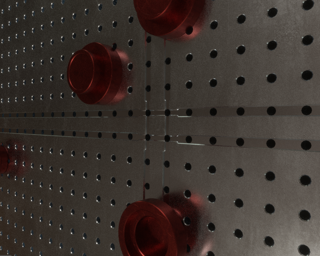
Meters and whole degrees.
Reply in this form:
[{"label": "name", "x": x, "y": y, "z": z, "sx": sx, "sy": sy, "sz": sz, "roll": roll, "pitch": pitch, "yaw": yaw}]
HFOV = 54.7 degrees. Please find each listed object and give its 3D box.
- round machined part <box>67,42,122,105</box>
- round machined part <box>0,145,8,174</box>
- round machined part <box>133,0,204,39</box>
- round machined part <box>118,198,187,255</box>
[{"label": "round machined part", "x": -0.109, "y": -0.085, "z": 0.485, "sx": 0.098, "sy": 0.042, "sz": 0.097, "roll": 0, "pitch": 90, "yaw": 39}, {"label": "round machined part", "x": -0.386, "y": 0.074, "z": 0.711, "sx": 0.098, "sy": 0.042, "sz": 0.097, "roll": 0, "pitch": 90, "yaw": 39}, {"label": "round machined part", "x": 0.004, "y": -0.167, "z": 0.393, "sx": 0.098, "sy": 0.042, "sz": 0.097, "roll": 0, "pitch": 90, "yaw": 39}, {"label": "round machined part", "x": -0.005, "y": 0.140, "z": 0.401, "sx": 0.098, "sy": 0.042, "sz": 0.097, "roll": 0, "pitch": 90, "yaw": 39}]
